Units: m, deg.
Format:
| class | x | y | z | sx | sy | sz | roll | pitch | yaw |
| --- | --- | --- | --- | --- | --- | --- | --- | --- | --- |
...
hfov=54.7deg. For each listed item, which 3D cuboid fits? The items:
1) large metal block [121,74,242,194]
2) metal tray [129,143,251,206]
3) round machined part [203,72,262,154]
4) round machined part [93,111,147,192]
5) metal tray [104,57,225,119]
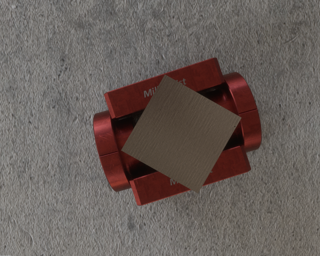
| class | x | y | z | sx | sy | sz | roll | pitch | yaw |
| --- | --- | --- | --- | --- | --- | --- | --- | --- | --- |
| large metal block | 0.019 | 0.005 | 0.306 | 0.080 | 0.050 | 0.080 | 30 | 90 | -1 |
| metal tray | 0.033 | 0.051 | 0.378 | 0.131 | 0.090 | 0.030 | -17 | 90 | -1 |
| round machined part | 0.082 | -0.015 | 0.375 | 0.042 | 0.098 | 0.097 | -16 | 90 | 0 |
| round machined part | -0.044 | 0.024 | 0.374 | 0.042 | 0.098 | 0.097 | -16 | 90 | 0 |
| metal tray | 0.005 | -0.044 | 0.380 | 0.131 | 0.090 | 0.030 | -18 | 90 | -1 |
